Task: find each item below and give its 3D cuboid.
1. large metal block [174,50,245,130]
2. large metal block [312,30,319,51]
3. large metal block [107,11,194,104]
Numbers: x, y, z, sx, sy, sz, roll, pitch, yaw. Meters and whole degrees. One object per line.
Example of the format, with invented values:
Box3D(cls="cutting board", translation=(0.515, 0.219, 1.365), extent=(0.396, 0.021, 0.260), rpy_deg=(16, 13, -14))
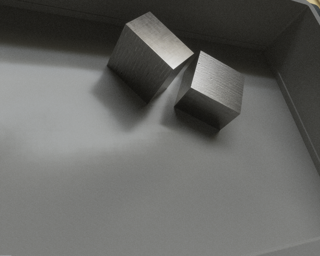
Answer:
Box3D(cls="large metal block", translation=(0.076, -0.056, 0.464), extent=(0.080, 0.050, 0.080), rpy_deg=(26, 53, -12))
Box3D(cls="large metal block", translation=(0.431, -0.219, 0.738), extent=(0.081, 0.080, 0.050), rpy_deg=(8, 58, -24))
Box3D(cls="large metal block", translation=(-0.015, -0.093, 0.418), extent=(0.080, 0.080, 0.050), rpy_deg=(44, 51, 2))
